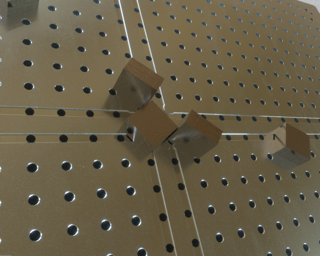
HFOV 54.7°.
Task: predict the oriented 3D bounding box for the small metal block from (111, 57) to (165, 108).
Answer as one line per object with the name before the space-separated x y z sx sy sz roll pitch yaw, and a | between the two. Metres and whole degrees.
small metal block | -0.030 -0.057 0.412 0.050 0.050 0.025 33 51 -7

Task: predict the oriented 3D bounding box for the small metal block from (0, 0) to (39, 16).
small metal block | -0.199 -0.183 0.413 0.050 0.025 0.050 45 51 3

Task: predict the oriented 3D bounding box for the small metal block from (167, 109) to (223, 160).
small metal block | 0.046 0.010 0.413 0.050 0.050 0.025 35 51 -6

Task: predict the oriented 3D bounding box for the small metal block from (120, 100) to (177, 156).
small metal block | -0.013 -0.001 0.403 0.050 0.025 0.050 46 51 4

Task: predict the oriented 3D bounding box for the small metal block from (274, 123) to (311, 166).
small metal block | 0.219 0.027 0.513 0.050 0.025 0.050 27 52 -12
